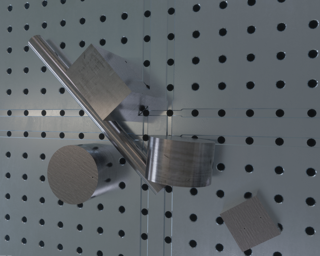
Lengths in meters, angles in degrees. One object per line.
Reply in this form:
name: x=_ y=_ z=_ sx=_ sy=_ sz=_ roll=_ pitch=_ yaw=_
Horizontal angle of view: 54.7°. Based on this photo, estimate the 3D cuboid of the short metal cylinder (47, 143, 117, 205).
short metal cylinder: x=-0.109 y=0.062 z=0.438 sx=0.080 sy=0.050 sz=0.079 roll=0 pitch=90 yaw=20

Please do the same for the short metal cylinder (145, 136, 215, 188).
short metal cylinder: x=0.024 y=0.038 z=0.375 sx=0.080 sy=0.080 sz=0.050 roll=6 pitch=92 yaw=20

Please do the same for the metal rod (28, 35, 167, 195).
metal rod: x=-0.094 y=-0.027 z=0.445 sx=0.025 sy=0.025 sz=0.300 roll=-46 pitch=76 yaw=14

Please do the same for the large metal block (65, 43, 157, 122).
large metal block: x=-0.061 y=-0.055 z=0.405 sx=0.050 sy=0.080 sz=0.080 roll=-43 pitch=77 yaw=15

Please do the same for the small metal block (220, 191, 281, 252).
small metal block: x=0.109 y=0.112 z=0.374 sx=0.050 sy=0.025 sz=0.050 roll=-33 pitch=79 yaw=17
